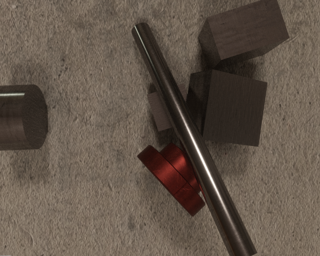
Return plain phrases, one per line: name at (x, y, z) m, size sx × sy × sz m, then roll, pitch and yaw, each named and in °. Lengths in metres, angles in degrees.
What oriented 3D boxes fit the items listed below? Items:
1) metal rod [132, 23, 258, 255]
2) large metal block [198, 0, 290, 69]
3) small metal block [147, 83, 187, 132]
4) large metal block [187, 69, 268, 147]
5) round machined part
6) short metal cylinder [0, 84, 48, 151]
metal rod at (0.027, -0.004, 0.351) m, size 0.025 × 0.025 × 0.299 m, roll -23°, pitch 66°, yaw 0°
large metal block at (0.098, -0.112, 0.384) m, size 0.080 × 0.080 × 0.050 m, roll -18°, pitch 90°, yaw 0°
small metal block at (0.014, -0.027, 0.410) m, size 0.050 × 0.025 × 0.050 m, roll -18°, pitch 90°, yaw -1°
large metal block at (0.080, -0.023, 0.385) m, size 0.081 × 0.050 × 0.080 m, roll 8°, pitch 90°, yaw -24°
round machined part at (0.021, 0.056, 0.374) m, size 0.042 × 0.098 × 0.098 m, roll -42°, pitch 91°, yaw -7°
short metal cylinder at (-0.177, -0.013, 0.380) m, size 0.050 × 0.080 × 0.079 m, roll -2°, pitch 90°, yaw 0°
